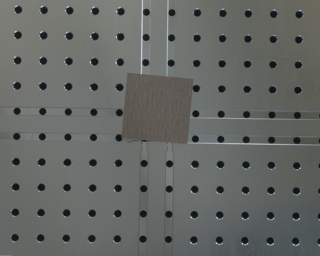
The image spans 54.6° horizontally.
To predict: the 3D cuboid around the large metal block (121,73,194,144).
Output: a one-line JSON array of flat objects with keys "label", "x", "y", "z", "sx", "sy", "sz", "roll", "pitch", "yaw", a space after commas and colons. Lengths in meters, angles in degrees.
[{"label": "large metal block", "x": -0.003, "y": -0.024, "z": 0.401, "sx": 0.080, "sy": 0.050, "sz": 0.080, "roll": 5, "pitch": 90, "yaw": 0}]
